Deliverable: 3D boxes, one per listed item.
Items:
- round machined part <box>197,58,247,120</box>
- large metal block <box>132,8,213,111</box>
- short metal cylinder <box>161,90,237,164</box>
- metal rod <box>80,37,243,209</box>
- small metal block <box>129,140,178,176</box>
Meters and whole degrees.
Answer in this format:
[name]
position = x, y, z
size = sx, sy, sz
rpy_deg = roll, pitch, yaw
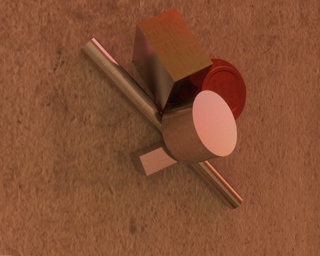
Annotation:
[round machined part]
position = 0.080, -0.049, 0.431
size = 0.099, 0.042, 0.097
rpy_deg = 0, 90, -21
[large metal block]
position = 0.010, -0.079, 0.374
size = 0.050, 0.080, 0.080
rpy_deg = -28, 78, -17
[short metal cylinder]
position = 0.049, 0.000, 0.376
size = 0.080, 0.050, 0.080
rpy_deg = 18, 62, -38
[metal rod]
position = 0.011, 0.003, 0.416
size = 0.025, 0.025, 0.300
rpy_deg = -47, 105, -14
[small metal block]
position = -0.007, 0.036, 0.396
size = 0.050, 0.050, 0.025
rpy_deg = -23, 97, -19
